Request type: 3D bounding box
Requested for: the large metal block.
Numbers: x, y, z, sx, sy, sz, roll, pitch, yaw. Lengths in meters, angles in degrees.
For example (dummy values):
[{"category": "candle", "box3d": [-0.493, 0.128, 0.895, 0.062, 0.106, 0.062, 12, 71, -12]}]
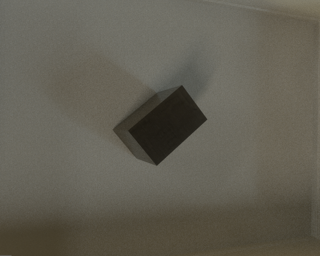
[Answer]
[{"category": "large metal block", "box3d": [-0.003, -0.004, 0.378, 0.080, 0.080, 0.050, -41, 104, -15]}]
